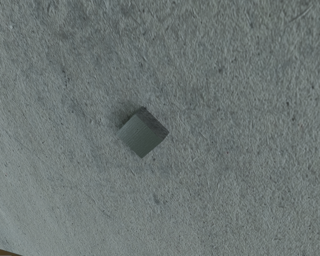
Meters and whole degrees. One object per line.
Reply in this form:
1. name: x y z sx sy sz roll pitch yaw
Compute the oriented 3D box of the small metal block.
1. small metal block: -0.024 0.007 0.423 0.050 0.025 0.050 45 129 -4
